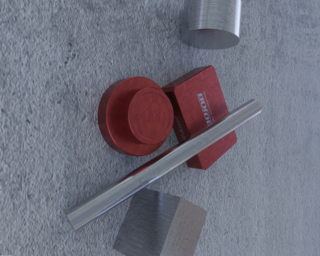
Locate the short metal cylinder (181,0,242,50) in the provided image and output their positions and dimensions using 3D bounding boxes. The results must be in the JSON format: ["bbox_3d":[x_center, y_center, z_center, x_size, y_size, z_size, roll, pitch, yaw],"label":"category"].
[{"bbox_3d":[0.071,-0.147,0.431,0.081,0.080,0.050,9,85,-40],"label":"short metal cylinder"}]

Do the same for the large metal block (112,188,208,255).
[{"bbox_3d":[-0.001,0.122,0.371,0.050,0.080,0.080,35,68,-35],"label":"large metal block"}]

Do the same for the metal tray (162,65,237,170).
[{"bbox_3d":[0.061,-0.016,0.455,0.091,0.030,0.129,-35,112,-35],"label":"metal tray"}]

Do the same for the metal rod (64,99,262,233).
[{"bbox_3d":[0.023,0.034,0.394,0.302,0.025,0.025,-29,109,-26],"label":"metal rod"}]

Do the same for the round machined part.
[{"bbox_3d":[-0.022,-0.014,0.377,0.099,0.042,0.097,0,90,-40],"label":"round machined part"}]
